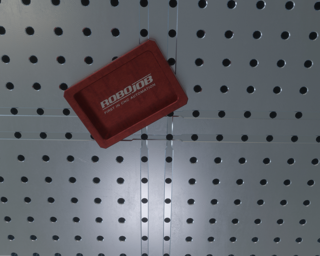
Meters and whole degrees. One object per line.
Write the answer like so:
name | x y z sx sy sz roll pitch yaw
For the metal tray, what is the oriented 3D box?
metal tray | -0.042 -0.042 0.394 0.130 0.030 0.090 -29 108 10
